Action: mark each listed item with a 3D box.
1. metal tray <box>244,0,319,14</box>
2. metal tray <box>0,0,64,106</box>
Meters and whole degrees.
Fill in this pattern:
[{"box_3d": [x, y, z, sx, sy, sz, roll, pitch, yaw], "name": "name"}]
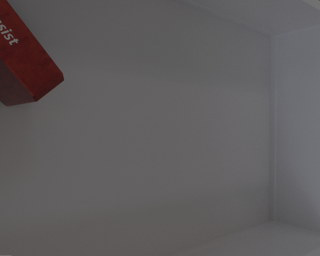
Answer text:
[{"box_3d": [0.207, -0.240, 0.539, 0.131, 0.090, 0.030, 1, 90, -40], "name": "metal tray"}, {"box_3d": [-0.143, -0.078, 0.243, 0.030, 0.090, 0.130, -49, 119, -29], "name": "metal tray"}]
